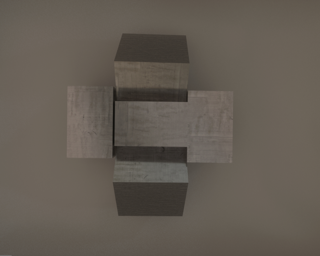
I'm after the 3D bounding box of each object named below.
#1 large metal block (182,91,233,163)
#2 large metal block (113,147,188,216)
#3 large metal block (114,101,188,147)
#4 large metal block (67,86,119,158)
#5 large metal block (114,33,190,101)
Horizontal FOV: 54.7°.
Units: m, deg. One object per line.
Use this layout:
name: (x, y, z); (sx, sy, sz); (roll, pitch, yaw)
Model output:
large metal block: (0.056, -0.002, 0.383); (0.050, 0.080, 0.080); (1, 90, 0)
large metal block: (-0.011, 0.066, 0.376); (0.081, 0.080, 0.050); (1, 48, -1)
large metal block: (-0.010, -0.005, 0.383); (0.081, 0.080, 0.050); (1, 90, 0)
large metal block: (-0.077, -0.007, 0.382); (0.050, 0.080, 0.080); (1, 90, 0)
large metal block: (-0.009, -0.075, 0.376); (0.081, 0.080, 0.050); (2, 128, 0)
